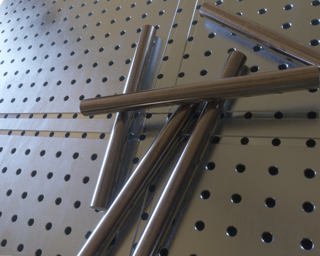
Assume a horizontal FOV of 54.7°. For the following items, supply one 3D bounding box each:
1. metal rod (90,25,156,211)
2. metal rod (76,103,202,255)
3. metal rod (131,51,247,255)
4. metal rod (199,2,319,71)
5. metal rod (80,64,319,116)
[{"bbox_3d":[-0.046,-0.031,0.449,0.025,0.025,0.299,-2,61,27],"label":"metal rod"},{"bbox_3d":[-0.031,0.073,0.378,0.025,0.025,0.300,25,75,36],"label":"metal rod"},{"bbox_3d":[0.037,0.033,0.367,0.025,0.025,0.300,16,70,34],"label":"metal rod"},{"bbox_3d":[0.155,-0.103,0.389,0.025,0.025,0.300,-44,51,-2],"label":"metal rod"},{"bbox_3d":[0.028,-0.041,0.384,0.301,0.025,0.025,-5,60,25],"label":"metal rod"}]
